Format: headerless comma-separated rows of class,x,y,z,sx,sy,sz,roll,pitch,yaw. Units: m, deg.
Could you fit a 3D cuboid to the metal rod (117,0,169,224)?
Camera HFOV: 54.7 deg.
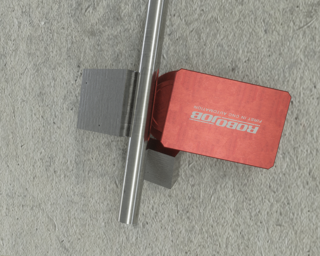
metal rod,-0.018,-0.036,0.372,0.025,0.025,0.298,8,91,20

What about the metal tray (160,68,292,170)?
metal tray,0.073,-0.011,0.358,0.131,0.030,0.089,12,95,-1

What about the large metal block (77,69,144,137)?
large metal block,-0.059,-0.033,0.406,0.080,0.050,0.079,9,93,38

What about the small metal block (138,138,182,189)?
small metal block,-0.002,0.045,0.400,0.050,0.025,0.050,17,121,19

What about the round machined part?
round machined part,0.022,-0.025,0.393,0.098,0.042,0.097,0,90,20
